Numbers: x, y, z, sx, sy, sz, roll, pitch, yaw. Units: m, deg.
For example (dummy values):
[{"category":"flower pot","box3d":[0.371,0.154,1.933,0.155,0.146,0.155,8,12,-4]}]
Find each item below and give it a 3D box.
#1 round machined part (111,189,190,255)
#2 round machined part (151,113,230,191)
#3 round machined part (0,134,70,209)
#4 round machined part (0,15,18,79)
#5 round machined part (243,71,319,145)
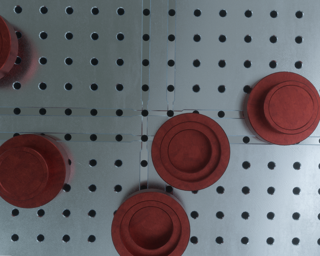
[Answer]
[{"category":"round machined part","box3d":[-0.011,0.127,0.405,0.099,0.042,0.097,0,90,0]},{"category":"round machined part","box3d":[0.038,0.030,0.405,0.099,0.042,0.097,0,90,0]},{"category":"round machined part","box3d":[-0.172,0.057,0.404,0.099,0.042,0.097,0,90,0]},{"category":"round machined part","box3d":[-0.233,-0.105,0.403,0.099,0.042,0.097,0,90,0]},{"category":"round machined part","box3d":[0.164,-0.026,0.406,0.099,0.042,0.097,0,90,0]}]
